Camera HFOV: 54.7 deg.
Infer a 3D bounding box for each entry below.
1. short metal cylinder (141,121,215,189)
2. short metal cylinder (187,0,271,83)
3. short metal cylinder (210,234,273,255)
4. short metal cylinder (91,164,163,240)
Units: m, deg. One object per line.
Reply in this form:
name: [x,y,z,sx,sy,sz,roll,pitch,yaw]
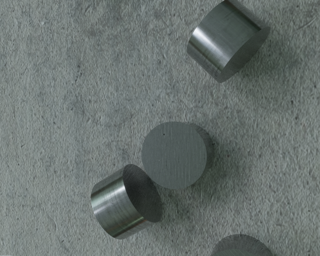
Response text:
short metal cylinder: [0.024,0.032,0.387,0.080,0.050,0.080,0,90,20]
short metal cylinder: [0.077,-0.098,0.352,0.080,0.080,0.050,-47,76,14]
short metal cylinder: [0.094,0.172,0.362,0.080,0.050,0.080,0,90,20]
short metal cylinder: [-0.041,0.093,0.394,0.050,0.080,0.080,-32,80,17]
